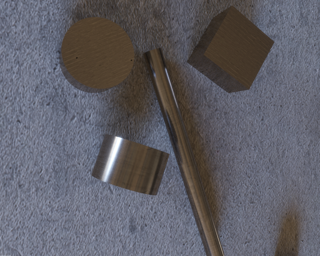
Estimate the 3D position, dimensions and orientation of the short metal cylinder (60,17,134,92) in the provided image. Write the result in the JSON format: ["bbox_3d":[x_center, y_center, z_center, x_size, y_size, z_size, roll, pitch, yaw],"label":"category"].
[{"bbox_3d":[-0.076,-0.084,0.368,0.081,0.050,0.079,0,90,-20],"label":"short metal cylinder"}]

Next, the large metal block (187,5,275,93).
[{"bbox_3d":[0.098,-0.106,0.433,0.080,0.050,0.080,33,79,-18],"label":"large metal block"}]

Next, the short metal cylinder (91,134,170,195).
[{"bbox_3d":[-0.034,0.043,0.368,0.081,0.080,0.050,20,84,-19],"label":"short metal cylinder"}]

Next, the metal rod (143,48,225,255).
[{"bbox_3d":[0.035,0.041,0.423,0.025,0.025,0.298,-20,97,-19],"label":"metal rod"}]
